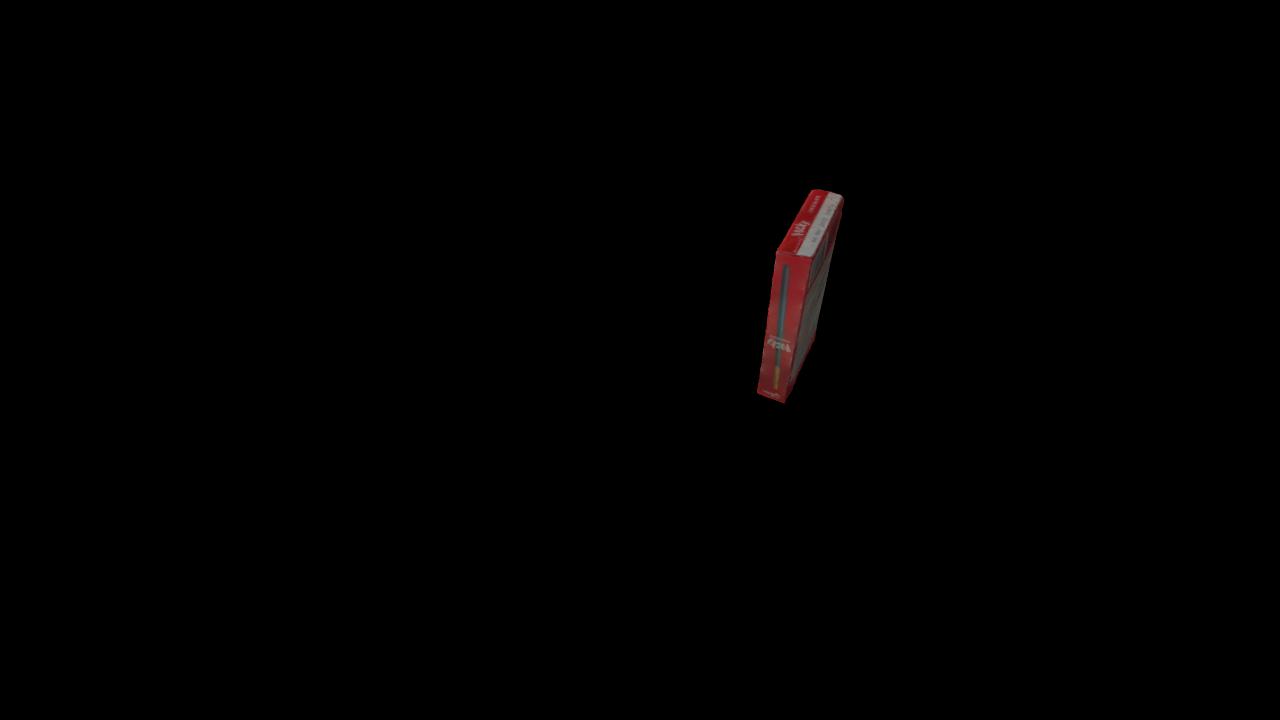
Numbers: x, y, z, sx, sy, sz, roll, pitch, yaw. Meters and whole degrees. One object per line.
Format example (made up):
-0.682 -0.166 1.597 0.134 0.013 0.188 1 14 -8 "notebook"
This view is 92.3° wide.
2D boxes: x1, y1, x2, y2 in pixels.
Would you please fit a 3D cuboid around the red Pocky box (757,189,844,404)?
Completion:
0.123 -0.044 0.481 0.028 0.155 0.083 18 51 20 "red Pocky box"
